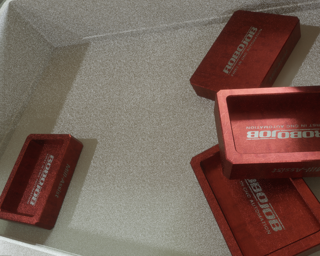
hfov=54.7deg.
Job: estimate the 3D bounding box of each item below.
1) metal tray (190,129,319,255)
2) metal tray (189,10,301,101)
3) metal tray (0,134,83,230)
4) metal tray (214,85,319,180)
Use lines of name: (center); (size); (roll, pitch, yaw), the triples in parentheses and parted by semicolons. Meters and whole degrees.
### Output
metal tray: (0.096, 0.068, 0.310); (0.090, 0.030, 0.130); (-29, 52, 9)
metal tray: (0.110, -0.090, 0.400); (0.090, 0.030, 0.130); (24, 74, 36)
metal tray: (-0.174, 0.072, 0.446); (0.090, 0.030, 0.130); (0, 61, 27)
metal tray: (0.123, 0.002, 0.301); (0.131, 0.030, 0.090); (-2, 51, 3)
